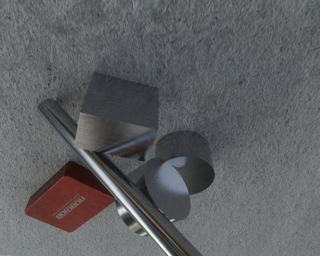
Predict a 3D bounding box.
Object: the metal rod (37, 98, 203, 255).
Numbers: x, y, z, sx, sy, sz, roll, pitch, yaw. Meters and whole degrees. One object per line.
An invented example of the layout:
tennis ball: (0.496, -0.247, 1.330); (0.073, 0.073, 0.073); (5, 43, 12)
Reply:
metal rod: (-0.039, 0.066, 0.332); (0.300, 0.025, 0.025); (42, 131, 22)

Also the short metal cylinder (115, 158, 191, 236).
short metal cylinder: (-0.008, 0.083, 0.377); (0.050, 0.080, 0.080); (-36, 122, 27)

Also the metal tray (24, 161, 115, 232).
metal tray: (-0.145, 0.116, 0.501); (0.090, 0.030, 0.130); (35, 122, -26)

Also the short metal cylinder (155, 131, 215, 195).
short metal cylinder: (0.033, 0.050, 0.434); (0.081, 0.050, 0.079); (0, 130, 0)

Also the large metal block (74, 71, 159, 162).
large metal block: (-0.048, -0.014, 0.359); (0.081, 0.080, 0.050); (13, 129, -11)
